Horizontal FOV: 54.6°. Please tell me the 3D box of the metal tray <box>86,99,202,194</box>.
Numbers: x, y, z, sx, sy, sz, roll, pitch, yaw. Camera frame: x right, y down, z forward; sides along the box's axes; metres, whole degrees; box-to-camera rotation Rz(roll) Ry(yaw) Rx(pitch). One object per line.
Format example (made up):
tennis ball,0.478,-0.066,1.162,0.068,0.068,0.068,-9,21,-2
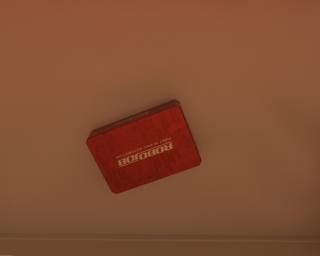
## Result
metal tray,-0.020,0.027,0.418,0.130,0.030,0.090,-20,109,7
